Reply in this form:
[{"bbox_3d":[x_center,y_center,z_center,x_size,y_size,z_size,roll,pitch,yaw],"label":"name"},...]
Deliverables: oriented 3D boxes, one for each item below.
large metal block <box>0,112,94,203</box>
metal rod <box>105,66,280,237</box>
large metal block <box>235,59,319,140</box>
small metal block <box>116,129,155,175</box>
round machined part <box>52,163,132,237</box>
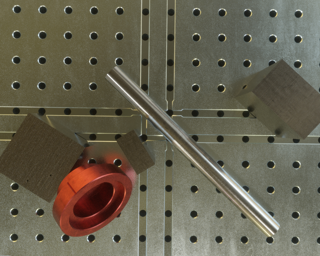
[{"bbox_3d":[-0.146,0.036,0.400,0.080,0.050,0.080,32,90,0],"label":"large metal block"},{"bbox_3d":[0.043,0.031,0.413,0.300,0.025,0.025,44,90,0],"label":"metal rod"},{"bbox_3d":[0.149,-0.032,0.387,0.080,0.080,0.050,43,90,0],"label":"large metal block"},{"bbox_3d":[-0.030,0.029,0.401,0.025,0.050,0.050,-31,90,0],"label":"small metal block"},{"bbox_3d":[-0.087,0.083,0.386,0.098,0.098,0.042,-50,55,0],"label":"round machined part"}]
